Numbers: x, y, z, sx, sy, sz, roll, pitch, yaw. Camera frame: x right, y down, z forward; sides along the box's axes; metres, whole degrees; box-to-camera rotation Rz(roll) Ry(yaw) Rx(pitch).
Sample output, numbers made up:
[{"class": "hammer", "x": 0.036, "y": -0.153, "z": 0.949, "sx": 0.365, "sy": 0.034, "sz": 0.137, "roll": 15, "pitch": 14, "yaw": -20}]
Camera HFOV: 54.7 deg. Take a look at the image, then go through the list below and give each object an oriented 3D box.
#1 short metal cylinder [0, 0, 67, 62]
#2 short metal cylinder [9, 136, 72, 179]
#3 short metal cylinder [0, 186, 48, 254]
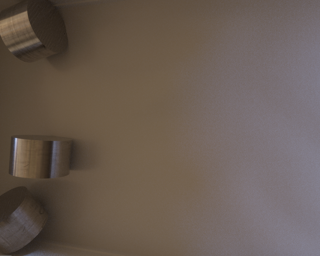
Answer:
[{"class": "short metal cylinder", "x": -0.179, "y": -0.140, "z": 0.443, "sx": 0.050, "sy": 0.080, "sz": 0.080, "roll": -13, "pitch": 86, "yaw": 19}, {"class": "short metal cylinder", "x": -0.168, "y": 0.039, "z": 0.439, "sx": 0.080, "sy": 0.080, "sz": 0.050, "roll": 6, "pitch": 92, "yaw": 19}, {"class": "short metal cylinder", "x": -0.212, "y": 0.131, "z": 0.446, "sx": 0.080, "sy": 0.080, "sz": 0.050, "roll": -19, "pitch": 118, "yaw": 18}]
